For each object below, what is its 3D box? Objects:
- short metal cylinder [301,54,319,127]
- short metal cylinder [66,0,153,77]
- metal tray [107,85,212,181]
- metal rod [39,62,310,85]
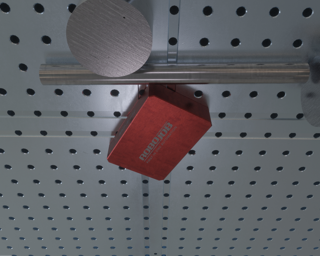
[{"bbox_3d":[0.199,-0.041,0.343,0.050,0.080,0.079,1,130,-1],"label":"short metal cylinder"},{"bbox_3d":[-0.047,-0.099,0.311,0.081,0.050,0.079,0,130,0],"label":"short metal cylinder"},{"bbox_3d":[-0.004,0.011,0.417,0.090,0.030,0.129,24,126,-19],"label":"metal tray"},{"bbox_3d":[0.016,-0.063,0.358,0.302,0.025,0.025,0,130,0],"label":"metal rod"}]
